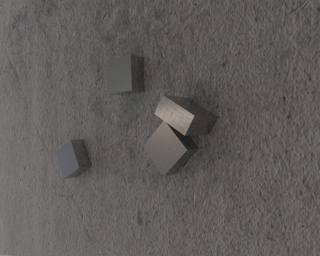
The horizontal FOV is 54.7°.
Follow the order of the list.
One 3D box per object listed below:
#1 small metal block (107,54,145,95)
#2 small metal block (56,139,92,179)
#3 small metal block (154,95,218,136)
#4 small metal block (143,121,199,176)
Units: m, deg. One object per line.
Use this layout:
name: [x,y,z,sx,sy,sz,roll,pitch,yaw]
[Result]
small metal block: [-0.050,-0.075,0.446,0.050,0.025,0.050,-3,88,40]
small metal block: [-0.147,0.053,0.527,0.050,0.025,0.050,-35,69,34]
small metal block: [0.031,-0.015,0.363,0.050,0.050,0.025,37,113,34]
small metal block: [0.013,0.025,0.394,0.050,0.025,0.050,-51,60,27]
